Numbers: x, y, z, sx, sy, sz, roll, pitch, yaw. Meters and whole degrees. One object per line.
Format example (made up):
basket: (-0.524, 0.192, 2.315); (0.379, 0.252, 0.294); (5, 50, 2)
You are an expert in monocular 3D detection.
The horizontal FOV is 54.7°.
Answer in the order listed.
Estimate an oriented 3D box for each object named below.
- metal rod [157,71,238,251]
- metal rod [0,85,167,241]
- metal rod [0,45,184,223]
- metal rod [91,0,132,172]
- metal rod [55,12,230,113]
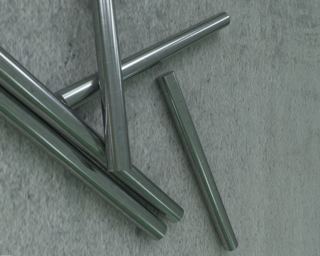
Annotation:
metal rod: (0.061, 0.060, 0.458); (0.025, 0.025, 0.299); (-35, 112, -35)
metal rod: (-0.088, 0.038, 0.332); (0.300, 0.025, 0.025); (48, 61, -29)
metal rod: (-0.061, 0.028, 0.341); (0.300, 0.025, 0.025); (48, 62, -35)
metal rod: (-0.058, -0.104, 0.332); (0.025, 0.025, 0.298); (-3, 84, -40)
metal rod: (-0.001, -0.099, 0.405); (0.302, 0.025, 0.025); (-36, 113, -34)
